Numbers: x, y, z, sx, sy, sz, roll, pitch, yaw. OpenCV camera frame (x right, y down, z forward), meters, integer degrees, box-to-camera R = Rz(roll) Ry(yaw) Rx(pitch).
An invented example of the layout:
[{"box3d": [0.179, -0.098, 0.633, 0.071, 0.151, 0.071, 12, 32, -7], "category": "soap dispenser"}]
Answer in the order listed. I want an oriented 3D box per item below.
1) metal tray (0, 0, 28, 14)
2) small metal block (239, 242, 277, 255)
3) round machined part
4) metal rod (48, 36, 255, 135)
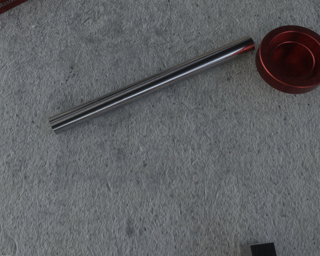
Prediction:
[{"box3d": [-0.269, -0.221, 0.484, 0.131, 0.030, 0.090, -34, 74, -12], "category": "metal tray"}, {"box3d": [0.110, 0.153, 0.340, 0.025, 0.050, 0.050, -7, 70, -3], "category": "small metal block"}, {"box3d": [0.183, -0.091, 0.434, 0.099, 0.042, 0.098, 0, 70, 0], "category": "round machined part"}, {"box3d": [-0.005, -0.063, 0.431, 0.302, 0.025, 0.025, -24, 72, -9], "category": "metal rod"}]
